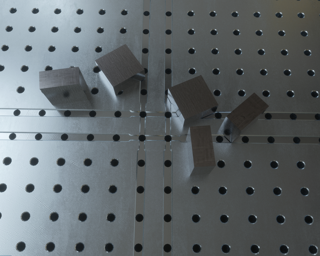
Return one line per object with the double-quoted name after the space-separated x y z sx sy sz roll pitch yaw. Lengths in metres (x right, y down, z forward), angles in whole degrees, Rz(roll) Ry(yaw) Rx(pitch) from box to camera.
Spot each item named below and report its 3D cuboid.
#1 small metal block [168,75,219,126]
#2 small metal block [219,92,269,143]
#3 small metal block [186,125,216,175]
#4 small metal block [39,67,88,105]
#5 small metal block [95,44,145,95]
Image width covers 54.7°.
0.044 -0.038 0.426 0.050 0.025 0.050 -23 72 -9 "small metal block"
0.108 -0.012 0.404 0.050 0.050 0.025 -39 75 -13 "small metal block"
0.050 0.029 0.388 0.025 0.050 0.050 -4 70 -2 "small metal block"
-0.128 -0.056 0.417 0.050 0.050 0.025 -8 71 -3 "small metal block"
-0.056 -0.083 0.442 0.050 0.025 0.050 -32 73 -11 "small metal block"
